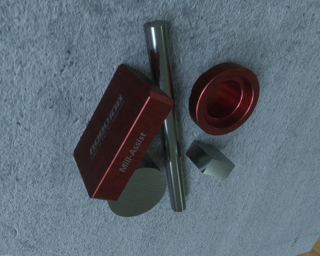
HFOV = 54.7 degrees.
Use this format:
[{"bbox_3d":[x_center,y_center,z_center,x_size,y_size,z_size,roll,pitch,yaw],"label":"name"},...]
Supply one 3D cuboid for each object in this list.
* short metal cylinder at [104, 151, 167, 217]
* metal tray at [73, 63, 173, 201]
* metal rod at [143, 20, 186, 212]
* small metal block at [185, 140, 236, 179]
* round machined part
[{"bbox_3d":[-0.038,0.072,0.417,0.081,0.050,0.079,-14,125,-21],"label":"short metal cylinder"},{"bbox_3d":[-0.047,0.003,0.344,0.030,0.090,0.129,20,108,-36],"label":"metal tray"},{"bbox_3d":[0.013,0.007,0.422,0.025,0.025,0.298,-21,127,-17],"label":"metal rod"},{"bbox_3d":[0.074,0.047,0.460,0.050,0.050,0.025,18,109,-36],"label":"small metal block"},{"bbox_3d":[0.081,-0.042,0.417,0.099,0.042,0.097,-14,125,-21],"label":"round machined part"}]
